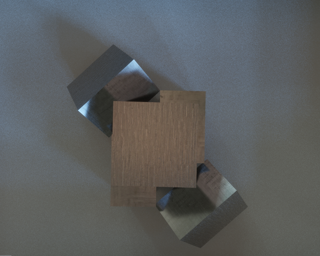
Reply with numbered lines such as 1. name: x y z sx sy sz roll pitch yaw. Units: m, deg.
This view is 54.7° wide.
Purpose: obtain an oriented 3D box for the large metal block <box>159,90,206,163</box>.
1. large metal block: 0.024 -0.001 0.381 0.050 0.080 0.080 1 90 0

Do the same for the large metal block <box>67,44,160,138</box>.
1. large metal block: -0.059 -0.048 0.374 0.080 0.080 0.050 -43 125 0

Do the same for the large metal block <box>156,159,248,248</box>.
1. large metal block: 0.053 0.094 0.375 0.080 0.080 0.050 -41 55 0

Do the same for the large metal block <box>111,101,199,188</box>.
1. large metal block: -0.005 0.015 0.317 0.081 0.050 0.080 2 90 0

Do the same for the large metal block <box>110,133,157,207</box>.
1. large metal block: -0.029 0.047 0.382 0.050 0.080 0.080 1 90 0
